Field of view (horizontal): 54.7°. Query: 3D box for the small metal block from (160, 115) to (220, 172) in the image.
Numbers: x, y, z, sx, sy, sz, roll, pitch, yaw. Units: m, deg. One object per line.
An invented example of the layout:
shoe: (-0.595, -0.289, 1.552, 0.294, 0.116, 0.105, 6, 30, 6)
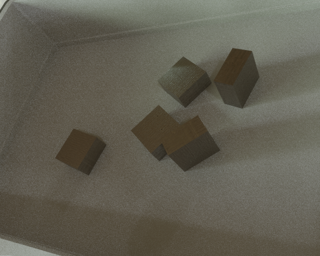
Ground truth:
small metal block: (0.036, 0.019, 0.359, 0.050, 0.050, 0.025, -32, 52, 7)

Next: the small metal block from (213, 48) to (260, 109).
small metal block: (0.094, -0.060, 0.377, 0.025, 0.050, 0.050, 21, 73, 36)

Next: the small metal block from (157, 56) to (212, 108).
small metal block: (0.034, -0.064, 0.427, 0.050, 0.025, 0.050, -44, 51, -2)

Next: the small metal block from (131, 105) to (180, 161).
small metal block: (-0.001, 0.006, 0.403, 0.050, 0.025, 0.050, -43, 51, -2)

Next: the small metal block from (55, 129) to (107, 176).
small metal block: (-0.114, 0.034, 0.445, 0.050, 0.025, 0.050, 17, 70, 34)
